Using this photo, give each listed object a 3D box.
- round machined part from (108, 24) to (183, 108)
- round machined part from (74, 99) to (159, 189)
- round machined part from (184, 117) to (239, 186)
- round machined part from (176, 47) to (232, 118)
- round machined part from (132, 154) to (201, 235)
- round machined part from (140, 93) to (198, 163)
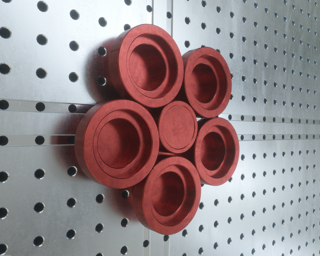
[{"bbox_3d":[-0.021,-0.073,0.379,0.099,0.042,0.097,0,90,-40],"label":"round machined part"},{"bbox_3d":[-0.052,0.017,0.353,0.099,0.042,0.097,0,90,-40],"label":"round machined part"},{"bbox_3d":[0.070,0.033,0.455,0.099,0.042,0.097,0,90,-40],"label":"round machined part"},{"bbox_3d":[0.055,-0.063,0.442,0.099,0.042,0.097,0,90,-40],"label":"round machined part"},{"bbox_3d":[0.004,0.083,0.400,0.099,0.042,0.097,0,90,-40],"label":"round machined part"},{"bbox_3d":[0.011,-0.001,0.406,0.099,0.042,0.097,0,90,-40],"label":"round machined part"}]
